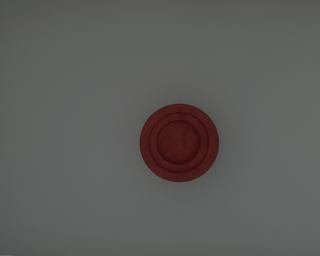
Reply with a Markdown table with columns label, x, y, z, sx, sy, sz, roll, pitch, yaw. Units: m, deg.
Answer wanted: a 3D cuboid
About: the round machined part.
| label | x | y | z | sx | sy | sz | roll | pitch | yaw |
| --- | --- | --- | --- | --- | --- | --- | --- | --- | --- |
| round machined part | 0.024 | 0.018 | 0.403 | 0.099 | 0.042 | 0.097 | 0 | 90 | -1 |
